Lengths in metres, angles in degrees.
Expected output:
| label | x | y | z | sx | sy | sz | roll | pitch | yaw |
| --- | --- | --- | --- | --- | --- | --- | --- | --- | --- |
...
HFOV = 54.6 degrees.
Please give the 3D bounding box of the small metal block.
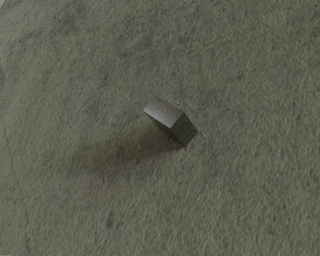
| label | x | y | z | sx | sy | sz | roll | pitch | yaw |
| --- | --- | --- | --- | --- | --- | --- | --- | --- | --- |
| small metal block | 0.014 | -0.008 | 0.387 | 0.050 | 0.050 | 0.025 | 34 | 81 | 38 |
